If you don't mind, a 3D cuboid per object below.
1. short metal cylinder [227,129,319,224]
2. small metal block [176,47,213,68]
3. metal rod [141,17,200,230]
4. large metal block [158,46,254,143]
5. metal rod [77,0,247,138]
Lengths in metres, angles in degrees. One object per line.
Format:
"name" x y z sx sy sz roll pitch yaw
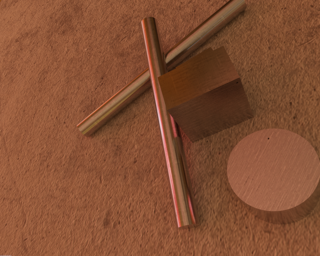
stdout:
"short metal cylinder" 0.111 0.047 0.300 0.080 0.050 0.080 -13 56 20
"small metal block" 0.055 -0.068 0.399 0.050 0.050 0.025 -30 52 9
"metal rod" 0.007 -0.027 0.394 0.025 0.025 0.299 -19 61 17
"large metal block" 0.055 -0.035 0.361 0.080 0.080 0.050 -24 53 13
"metal rod" 0.002 -0.090 0.456 0.300 0.025 0.025 -39 51 1
